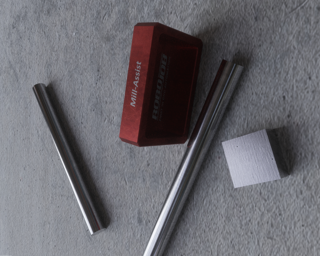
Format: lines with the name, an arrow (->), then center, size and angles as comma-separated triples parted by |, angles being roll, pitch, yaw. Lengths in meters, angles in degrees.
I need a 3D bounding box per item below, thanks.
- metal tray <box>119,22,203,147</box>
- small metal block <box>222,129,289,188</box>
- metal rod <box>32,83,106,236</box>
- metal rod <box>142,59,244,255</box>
metal tray -> 0.004, -0.046, 0.359 | 0.030, 0.091, 0.129 | 14, 99, 39
small metal block -> 0.099, 0.032, 0.323 | 0.050, 0.025, 0.050 | -22, 76, 38
metal rod -> -0.165, 0.042, 0.540 | 0.025, 0.025, 0.299 | -44, 64, 31
metal rod -> 0.030, 0.063, 0.380 | 0.025, 0.025, 0.298 | 32, 110, 35
